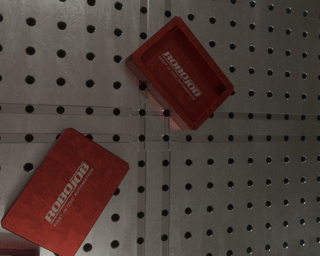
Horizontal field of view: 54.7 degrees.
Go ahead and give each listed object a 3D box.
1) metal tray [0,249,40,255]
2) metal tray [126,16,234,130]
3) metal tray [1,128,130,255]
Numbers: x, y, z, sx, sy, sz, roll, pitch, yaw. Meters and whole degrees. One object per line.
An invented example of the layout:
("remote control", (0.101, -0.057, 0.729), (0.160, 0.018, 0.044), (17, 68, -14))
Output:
("metal tray", (-0.192, 0.203, 0.339), (0.091, 0.030, 0.129), (11, 86, -20))
("metal tray", (0.029, -0.071, 0.421), (0.090, 0.030, 0.130), (-45, 104, -15))
("metal tray", (-0.109, 0.075, 0.370), (0.090, 0.030, 0.130), (36, 78, -17))
